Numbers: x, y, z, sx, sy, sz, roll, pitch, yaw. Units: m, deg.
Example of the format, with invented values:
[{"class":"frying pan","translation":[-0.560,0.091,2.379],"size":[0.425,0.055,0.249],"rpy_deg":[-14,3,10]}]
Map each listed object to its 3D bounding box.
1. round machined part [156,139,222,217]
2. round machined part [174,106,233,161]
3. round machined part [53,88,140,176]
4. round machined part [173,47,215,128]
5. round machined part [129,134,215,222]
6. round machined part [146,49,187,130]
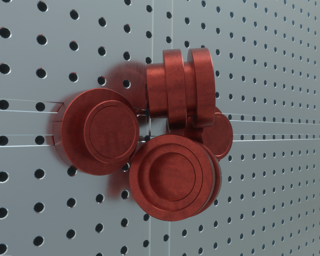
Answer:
[{"class":"round machined part","translation":[0.030,0.063,0.398],"size":[0.042,0.098,0.098],"rpy_deg":[27,70,-70]},{"class":"round machined part","translation":[0.070,0.012,0.456],"size":[0.099,0.042,0.097],"rpy_deg":[0,90,-40]},{"class":"round machined part","translation":[-0.062,0.004,0.344],"size":[0.099,0.042,0.097],"rpy_deg":[0,90,-40]},{"class":"round machined part","translation":[0.038,-0.048,0.384],"size":[0.042,0.098,0.097],"rpy_deg":[-4,94,0]},{"class":"round machined part","translation":[0.017,0.058,0.369],"size":[0.042,0.098,0.098],"rpy_deg":[25,71,-71]},{"class":"round machined part","translation":[0.006,-0.046,0.381],"size":[0.042,0.098,0.097],"rpy_deg":[-4,94,0]}]
